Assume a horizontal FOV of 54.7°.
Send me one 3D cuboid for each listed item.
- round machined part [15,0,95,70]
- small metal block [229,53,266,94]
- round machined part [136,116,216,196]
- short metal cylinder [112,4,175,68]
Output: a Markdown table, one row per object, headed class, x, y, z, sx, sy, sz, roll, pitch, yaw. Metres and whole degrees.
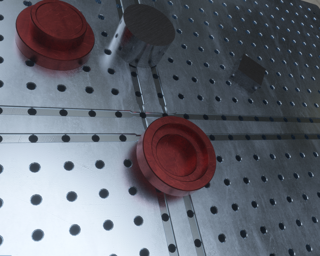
| class | x | y | z | sx | sy | sz | roll | pitch | yaw |
| --- | --- | --- | --- | --- | --- | --- | --- | --- | --- |
| round machined part | -0.133 | -0.127 | 0.403 | 0.099 | 0.042 | 0.098 | 13 | 56 | -21 |
| small metal block | 0.156 | -0.097 | 0.551 | 0.050 | 0.025 | 0.050 | 33 | 51 | -7 |
| round machined part | 0.017 | 0.037 | 0.383 | 0.099 | 0.042 | 0.098 | 14 | 56 | -21 |
| short metal cylinder | -0.025 | -0.137 | 0.462 | 0.081 | 0.050 | 0.080 | 14 | 56 | -21 |
